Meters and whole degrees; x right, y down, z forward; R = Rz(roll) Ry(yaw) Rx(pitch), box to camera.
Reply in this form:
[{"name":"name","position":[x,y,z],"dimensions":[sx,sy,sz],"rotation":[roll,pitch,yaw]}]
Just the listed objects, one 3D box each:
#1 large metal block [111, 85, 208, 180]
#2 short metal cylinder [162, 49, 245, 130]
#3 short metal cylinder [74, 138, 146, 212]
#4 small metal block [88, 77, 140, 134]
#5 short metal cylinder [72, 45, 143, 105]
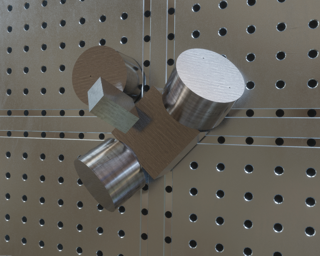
[{"name":"large metal block","position":[0.001,0.005,0.393],"dimensions":[0.080,0.050,0.080],"rotation":[46,104,14]},{"name":"short metal cylinder","position":[0.048,-0.045,0.355],"dimensions":[0.080,0.081,0.050],"rotation":[45,142,14]},{"name":"short metal cylinder","position":[-0.064,0.059,0.396],"dimensions":[0.080,0.050,0.080],"rotation":[35,145,29]},{"name":"small metal block","position":[-0.055,-0.027,0.362],"dimensions":[0.025,0.050,0.050],"rotation":[-47,32,16]},{"name":"short metal cylinder","position":[-0.070,-0.066,0.420],"dimensions":[0.080,0.050,0.079],"rotation":[0,90,20]}]
